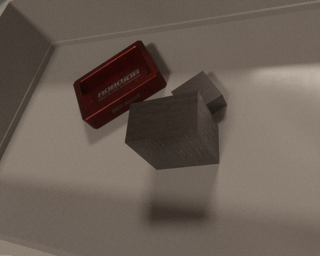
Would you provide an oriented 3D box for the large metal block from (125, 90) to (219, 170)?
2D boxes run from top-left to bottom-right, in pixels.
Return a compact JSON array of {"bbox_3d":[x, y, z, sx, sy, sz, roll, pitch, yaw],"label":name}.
[{"bbox_3d":[0.018,0.007,0.356,0.080,0.080,0.050,-9,58,23],"label":"large metal block"}]

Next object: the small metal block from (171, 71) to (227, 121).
[{"bbox_3d":[0.050,-0.039,0.402,0.050,0.025,0.050,-34,52,6],"label":"small metal block"}]

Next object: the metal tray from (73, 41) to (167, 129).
[{"bbox_3d":[-0.065,-0.068,0.475,0.130,0.030,0.090,-31,52,7],"label":"metal tray"}]
